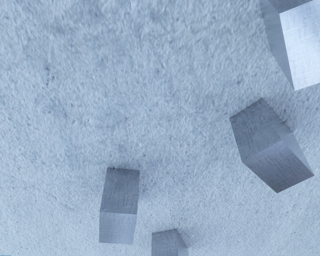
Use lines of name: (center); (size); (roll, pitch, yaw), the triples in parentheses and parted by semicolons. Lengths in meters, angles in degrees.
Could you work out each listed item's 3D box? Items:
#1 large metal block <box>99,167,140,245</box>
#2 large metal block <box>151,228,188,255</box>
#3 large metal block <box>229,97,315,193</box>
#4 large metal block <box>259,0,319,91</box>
large metal block: (-0.061, 0.119, 0.471); (0.050, 0.080, 0.079); (6, 130, -5)
large metal block: (0.021, 0.251, 0.585); (0.050, 0.080, 0.080); (-15, 129, 12)
large metal block: (0.139, 0.022, 0.392); (0.050, 0.080, 0.080); (-36, 122, 26)
large metal block: (0.133, -0.096, 0.292); (0.050, 0.080, 0.080); (-19, 128, 15)
